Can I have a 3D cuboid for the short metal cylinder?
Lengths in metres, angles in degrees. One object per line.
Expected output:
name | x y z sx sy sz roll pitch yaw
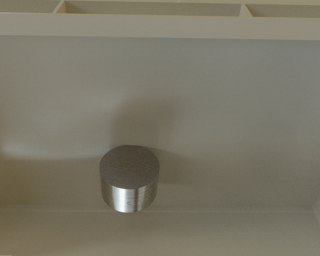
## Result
short metal cylinder | -0.042 0.069 0.432 0.081 0.080 0.050 3 130 -3
